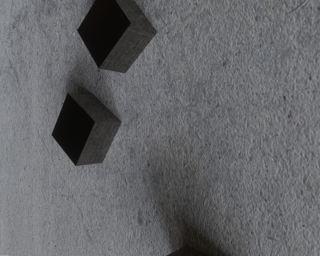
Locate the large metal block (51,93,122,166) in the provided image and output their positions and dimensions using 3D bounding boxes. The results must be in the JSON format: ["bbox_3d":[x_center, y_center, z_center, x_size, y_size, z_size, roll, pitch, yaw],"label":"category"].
[{"bbox_3d":[-0.117,0.001,0.486,0.080,0.050,0.080,42,115,32],"label":"large metal block"}]

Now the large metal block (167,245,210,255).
[{"bbox_3d":[0.037,0.179,0.339,0.080,0.081,0.050,9,96,39],"label":"large metal block"}]

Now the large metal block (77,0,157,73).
[{"bbox_3d":[-0.063,-0.138,0.441,0.080,0.050,0.080,-46,63,30],"label":"large metal block"}]
